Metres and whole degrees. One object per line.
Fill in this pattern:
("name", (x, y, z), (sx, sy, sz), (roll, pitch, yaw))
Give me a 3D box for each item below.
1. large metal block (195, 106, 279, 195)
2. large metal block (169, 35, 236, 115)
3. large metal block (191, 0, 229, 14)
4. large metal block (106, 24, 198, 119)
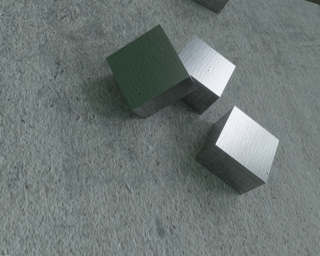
("large metal block", (0.107, 0.030, 0.427), (0.080, 0.050, 0.080), (37, 51, -3))
("large metal block", (0.057, -0.081, 0.467), (0.080, 0.050, 0.080), (36, 51, -4))
("large metal block", (0.097, -0.286, 0.614), (0.080, 0.050, 0.080), (20, 54, -17))
("large metal block", (-0.010, -0.070, 0.398), (0.080, 0.080, 0.050), (63, 10, 17))
